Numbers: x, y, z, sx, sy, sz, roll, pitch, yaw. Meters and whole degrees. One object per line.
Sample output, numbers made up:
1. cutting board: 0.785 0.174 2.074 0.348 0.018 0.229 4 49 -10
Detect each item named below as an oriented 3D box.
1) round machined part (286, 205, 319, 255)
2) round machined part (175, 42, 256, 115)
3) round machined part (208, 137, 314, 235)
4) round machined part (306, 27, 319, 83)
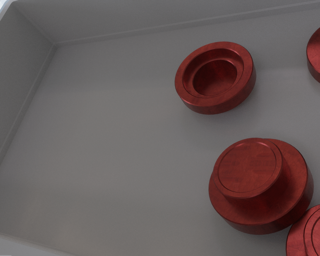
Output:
1. round machined part: 0.150 0.097 0.239 0.098 0.042 0.098 -16 39 13
2. round machined part: 0.072 -0.058 0.393 0.098 0.042 0.098 -13 56 21
3. round machined part: 0.091 0.048 0.301 0.098 0.042 0.098 -25 37 21
4. round machined part: 0.214 -0.091 0.338 0.098 0.042 0.098 -13 56 21
